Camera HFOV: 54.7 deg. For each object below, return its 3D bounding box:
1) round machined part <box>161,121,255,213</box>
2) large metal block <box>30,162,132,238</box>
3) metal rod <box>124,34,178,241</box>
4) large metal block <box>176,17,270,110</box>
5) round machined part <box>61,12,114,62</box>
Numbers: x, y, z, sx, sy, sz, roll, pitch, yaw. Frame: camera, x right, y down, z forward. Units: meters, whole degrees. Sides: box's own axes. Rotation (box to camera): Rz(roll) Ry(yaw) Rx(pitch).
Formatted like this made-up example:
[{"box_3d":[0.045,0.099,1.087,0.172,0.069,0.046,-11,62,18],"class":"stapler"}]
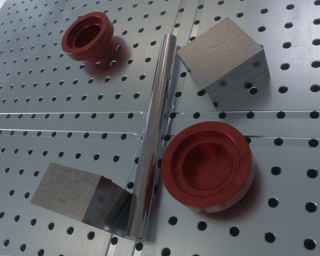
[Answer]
[{"box_3d":[0.054,0.045,0.341,0.098,0.042,0.098,-13,56,21],"class":"round machined part"},{"box_3d":[-0.086,0.085,0.366,0.080,0.080,0.050,8,66,31],"class":"large metal block"},{"box_3d":[-0.006,-0.007,0.416,0.025,0.025,0.299,-5,59,25],"class":"metal rod"},{"box_3d":[0.081,-0.084,0.402,0.080,0.050,0.080,-34,51,6],"class":"large metal block"},{"box_3d":[-0.125,-0.159,0.561,0.098,0.042,0.098,-13,56,21],"class":"round machined part"}]
